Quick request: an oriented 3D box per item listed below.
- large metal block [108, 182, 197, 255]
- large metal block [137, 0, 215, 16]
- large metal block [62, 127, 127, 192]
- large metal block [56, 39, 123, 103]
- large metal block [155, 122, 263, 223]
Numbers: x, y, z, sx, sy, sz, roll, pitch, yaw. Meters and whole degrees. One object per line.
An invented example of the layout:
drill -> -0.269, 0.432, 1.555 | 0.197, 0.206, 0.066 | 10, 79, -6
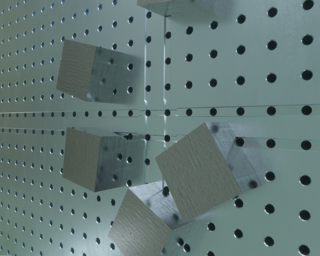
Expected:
large metal block -> -0.012, 0.130, 0.401 | 0.080, 0.050, 0.079 | 36, 112, 34
large metal block -> 0.023, -0.185, 0.373 | 0.080, 0.050, 0.079 | 12, 98, 39
large metal block -> -0.101, 0.044, 0.474 | 0.080, 0.050, 0.079 | 12, 98, 39
large metal block -> -0.111, -0.088, 0.482 | 0.080, 0.050, 0.079 | 22, 104, 37
large metal block -> 0.052, 0.048, 0.348 | 0.080, 0.050, 0.080 | -39, 67, 33
